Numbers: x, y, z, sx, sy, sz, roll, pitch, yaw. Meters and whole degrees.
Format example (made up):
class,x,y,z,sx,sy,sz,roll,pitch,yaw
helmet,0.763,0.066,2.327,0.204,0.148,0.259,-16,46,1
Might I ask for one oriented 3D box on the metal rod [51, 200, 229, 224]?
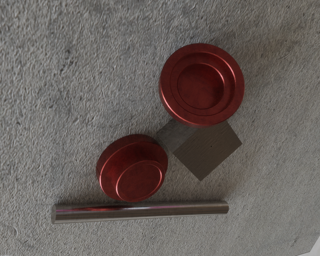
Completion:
class,x,y,z,sx,sy,sz,roll,pitch,yaw
metal rod,-0.011,0.128,0.481,0.302,0.025,0.025,7,115,-32

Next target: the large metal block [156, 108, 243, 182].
class,x,y,z,sx,sy,sz,roll,pitch,yaw
large metal block,0.056,0.015,0.432,0.080,0.050,0.080,-42,130,1

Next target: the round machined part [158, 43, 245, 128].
class,x,y,z,sx,sy,sz,roll,pitch,yaw
round machined part,0.047,-0.048,0.372,0.099,0.042,0.097,1,81,-7

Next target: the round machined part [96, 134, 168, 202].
class,x,y,z,sx,sy,sz,roll,pitch,yaw
round machined part,-0.033,0.060,0.417,0.099,0.042,0.097,-14,125,-21
